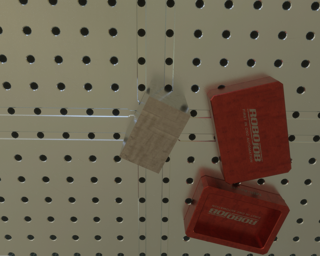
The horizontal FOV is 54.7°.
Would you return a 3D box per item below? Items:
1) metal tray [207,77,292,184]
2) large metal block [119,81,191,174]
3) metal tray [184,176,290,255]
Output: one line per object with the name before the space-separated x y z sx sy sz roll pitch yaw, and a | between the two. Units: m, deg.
metal tray | 0.120 0.005 0.415 0.090 0.030 0.129 -13 110 4
large metal block | -0.007 -0.004 0.383 0.050 0.080 0.080 25 108 -9
metal tray | 0.111 0.131 0.460 0.131 0.030 0.089 16 109 -6
